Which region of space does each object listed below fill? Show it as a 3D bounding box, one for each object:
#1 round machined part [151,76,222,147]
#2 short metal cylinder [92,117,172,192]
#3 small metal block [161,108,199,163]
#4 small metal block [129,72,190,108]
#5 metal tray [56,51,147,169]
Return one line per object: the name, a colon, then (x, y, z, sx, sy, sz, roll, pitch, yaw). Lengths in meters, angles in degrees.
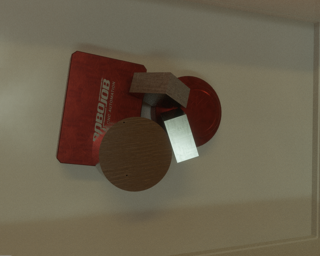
round machined part: (0.041, -0.022, 0.416, 0.099, 0.042, 0.097, 0, 90, -21)
short metal cylinder: (-0.033, 0.028, 0.352, 0.081, 0.050, 0.079, 0, 90, -21)
small metal block: (0.022, 0.007, 0.363, 0.025, 0.050, 0.050, -18, 103, -1)
small metal block: (0.001, -0.045, 0.370, 0.050, 0.050, 0.025, 28, 72, -55)
metal tray: (-0.071, -0.019, 0.378, 0.091, 0.030, 0.129, 8, 87, -20)
